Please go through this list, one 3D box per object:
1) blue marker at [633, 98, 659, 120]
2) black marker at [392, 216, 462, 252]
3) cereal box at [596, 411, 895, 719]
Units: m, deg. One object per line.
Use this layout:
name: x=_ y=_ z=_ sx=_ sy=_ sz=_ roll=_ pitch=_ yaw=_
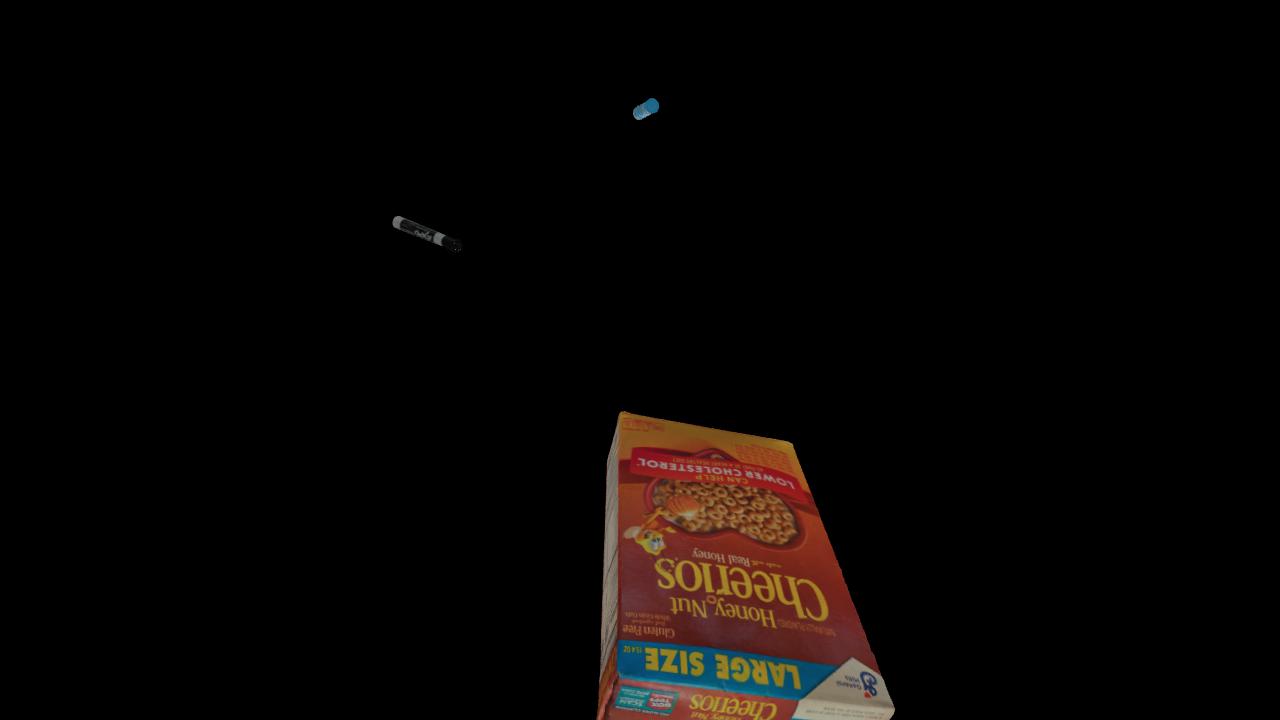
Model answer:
blue marker: x=0.008 y=-0.351 z=0.862 sx=0.020 sy=0.020 sz=0.121 roll=0 pitch=17 yaw=-9
black marker: x=-0.304 y=-0.180 z=0.882 sx=0.121 sy=0.020 sz=0.020 roll=23 pitch=8 yaw=19
cereal box: x=0.071 y=0.176 z=0.555 sx=0.203 sy=0.081 sz=0.306 roll=11 pitch=28 yaw=-8
